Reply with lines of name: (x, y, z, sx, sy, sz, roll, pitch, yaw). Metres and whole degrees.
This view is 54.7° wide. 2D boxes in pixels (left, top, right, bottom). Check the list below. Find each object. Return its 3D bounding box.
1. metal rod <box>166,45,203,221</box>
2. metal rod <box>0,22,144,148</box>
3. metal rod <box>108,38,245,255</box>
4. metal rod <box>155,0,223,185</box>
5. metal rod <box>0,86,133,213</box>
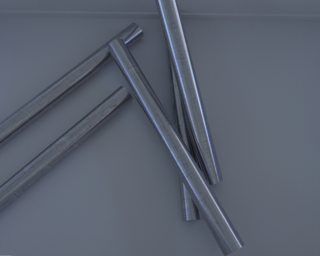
metal rod: (0.029, -0.030, 0.420, 0.025, 0.025, 0.299, -4, 70, -2)
metal rod: (-0.142, -0.050, 0.426, 0.301, 0.025, 0.025, -42, 75, -14)
metal rod: (0.010, 0.008, 0.380, 0.025, 0.025, 0.299, -26, 71, -9)
metal rod: (0.027, -0.077, 0.374, 0.025, 0.025, 0.298, -16, 95, -6)
metal rod: (-0.154, 0.050, 0.390, 0.301, 0.025, 0.025, -42, 76, -14)
